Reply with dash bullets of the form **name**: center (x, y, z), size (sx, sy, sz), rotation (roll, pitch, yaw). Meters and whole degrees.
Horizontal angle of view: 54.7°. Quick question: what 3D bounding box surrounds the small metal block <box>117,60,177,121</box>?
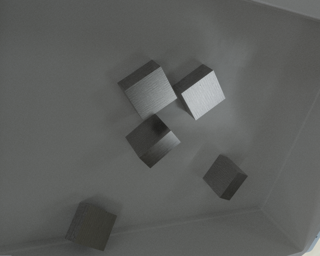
- **small metal block**: center (-0.015, -0.045, 0.373), size (0.050, 0.025, 0.050), rotation (-35, 129, -5)

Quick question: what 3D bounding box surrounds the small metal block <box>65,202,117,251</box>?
- **small metal block**: center (-0.094, 0.136, 0.426), size (0.050, 0.025, 0.050), rotation (37, 64, -38)

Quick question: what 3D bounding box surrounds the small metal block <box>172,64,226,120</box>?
- **small metal block**: center (0.052, -0.047, 0.408), size (0.050, 0.025, 0.050), rotation (-37, 129, -4)

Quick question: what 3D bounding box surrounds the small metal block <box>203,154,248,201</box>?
- **small metal block**: center (0.104, 0.079, 0.498), size (0.025, 0.050, 0.050), rotation (23, 106, -37)

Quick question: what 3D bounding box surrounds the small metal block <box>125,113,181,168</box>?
- **small metal block**: center (-0.010, 0.015, 0.396), size (0.050, 0.050, 0.025), rotation (-41, 129, 0)
